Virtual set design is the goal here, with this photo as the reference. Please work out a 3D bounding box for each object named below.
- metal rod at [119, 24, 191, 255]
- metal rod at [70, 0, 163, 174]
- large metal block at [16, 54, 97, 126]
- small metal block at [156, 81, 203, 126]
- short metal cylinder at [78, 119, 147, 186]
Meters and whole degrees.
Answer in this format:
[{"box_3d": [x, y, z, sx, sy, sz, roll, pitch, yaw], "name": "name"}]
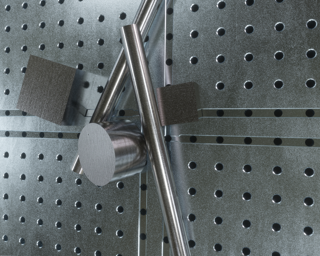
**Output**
[{"box_3d": [-0.005, 0.021, 0.393, 0.025, 0.025, 0.298, -12, 94, 19], "name": "metal rod"}, {"box_3d": [-0.057, -0.072, 0.431, 0.025, 0.025, 0.298, 28, 99, 17], "name": "metal rod"}, {"box_3d": [-0.150, -0.054, 0.451, 0.080, 0.050, 0.080, 19, 96, 18], "name": "large metal block"}, {"box_3d": [0.026, -0.030, 0.403, 0.050, 0.025, 0.050, -8, 87, 19], "name": "small metal block"}, {"box_3d": [-0.063, 0.030, 0.405, 0.080, 0.050, 0.079, 8, 102, 43], "name": "short metal cylinder"}]
